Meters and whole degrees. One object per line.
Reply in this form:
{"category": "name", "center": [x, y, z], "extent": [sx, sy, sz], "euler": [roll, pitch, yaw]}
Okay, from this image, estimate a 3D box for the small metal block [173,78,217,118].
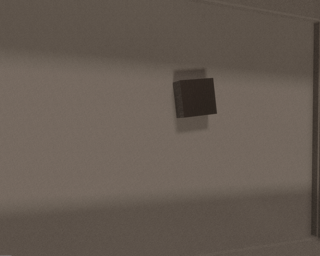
{"category": "small metal block", "center": [0.048, -0.041, 0.430], "extent": [0.050, 0.025, 0.050], "euler": [-7, 93, -20]}
